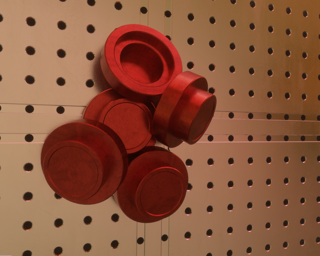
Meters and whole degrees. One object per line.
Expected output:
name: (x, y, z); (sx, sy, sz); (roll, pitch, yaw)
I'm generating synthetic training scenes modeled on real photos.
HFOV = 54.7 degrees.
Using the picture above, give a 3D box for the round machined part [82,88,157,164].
round machined part: (-0.046, -0.003, 0.386); (0.099, 0.042, 0.097); (0, 90, -21)

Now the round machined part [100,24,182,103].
round machined part: (-0.026, -0.075, 0.383); (0.099, 0.042, 0.098); (10, 65, -22)

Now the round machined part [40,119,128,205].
round machined part: (-0.089, 0.042, 0.346); (0.098, 0.042, 0.097); (2, 103, 9)

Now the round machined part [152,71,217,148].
round machined part: (0.036, -0.018, 0.387); (0.042, 0.098, 0.098); (28, 78, 23)

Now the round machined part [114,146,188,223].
round machined part: (-0.006, 0.075, 0.389); (0.099, 0.042, 0.097); (-6, 104, -25)
